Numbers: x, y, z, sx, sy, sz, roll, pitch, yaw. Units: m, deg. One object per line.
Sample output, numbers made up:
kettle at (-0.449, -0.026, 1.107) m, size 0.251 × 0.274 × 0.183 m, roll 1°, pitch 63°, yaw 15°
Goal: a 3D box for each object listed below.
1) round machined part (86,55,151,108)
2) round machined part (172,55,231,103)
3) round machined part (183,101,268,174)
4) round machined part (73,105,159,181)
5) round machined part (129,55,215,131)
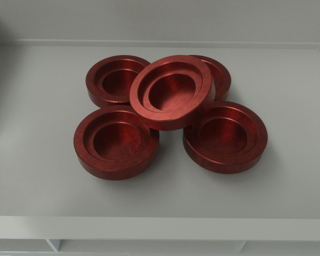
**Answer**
round machined part at (-0.052, -0.057, 0.439) m, size 0.099 × 0.042 × 0.098 m, roll 0°, pitch 50°, yaw 0°
round machined part at (0.048, -0.057, 0.441) m, size 0.099 × 0.042 × 0.098 m, roll 0°, pitch 50°, yaw 0°
round machined part at (0.077, 0.015, 0.380) m, size 0.099 × 0.042 × 0.098 m, roll 0°, pitch 50°, yaw 0°
round machined part at (-0.050, 0.021, 0.373) m, size 0.099 × 0.042 × 0.098 m, roll 0°, pitch 50°, yaw 0°
round machined part at (0.017, -0.037, 0.368) m, size 0.098 × 0.042 × 0.098 m, roll -10°, pitch 54°, yaw 15°
